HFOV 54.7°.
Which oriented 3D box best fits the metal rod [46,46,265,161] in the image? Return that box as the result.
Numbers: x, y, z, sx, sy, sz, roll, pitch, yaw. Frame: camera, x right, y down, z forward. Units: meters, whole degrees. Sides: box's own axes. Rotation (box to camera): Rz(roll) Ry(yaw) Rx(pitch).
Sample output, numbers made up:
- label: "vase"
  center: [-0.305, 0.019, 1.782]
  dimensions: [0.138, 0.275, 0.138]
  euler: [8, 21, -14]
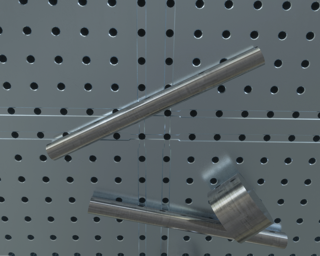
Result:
- label: "metal rod"
  center: [-0.012, -0.028, 0.402]
  dimensions: [0.301, 0.025, 0.025]
  euler: [-24, 109, 8]

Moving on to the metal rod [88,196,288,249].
- label: "metal rod"
  center: [0.045, 0.144, 0.467]
  dimensions: [0.302, 0.025, 0.025]
  euler: [12, 110, -5]

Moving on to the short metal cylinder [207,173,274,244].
- label: "short metal cylinder"
  center: [0.110, 0.109, 0.426]
  dimensions: [0.050, 0.080, 0.080]
  euler: [-38, 106, 12]
